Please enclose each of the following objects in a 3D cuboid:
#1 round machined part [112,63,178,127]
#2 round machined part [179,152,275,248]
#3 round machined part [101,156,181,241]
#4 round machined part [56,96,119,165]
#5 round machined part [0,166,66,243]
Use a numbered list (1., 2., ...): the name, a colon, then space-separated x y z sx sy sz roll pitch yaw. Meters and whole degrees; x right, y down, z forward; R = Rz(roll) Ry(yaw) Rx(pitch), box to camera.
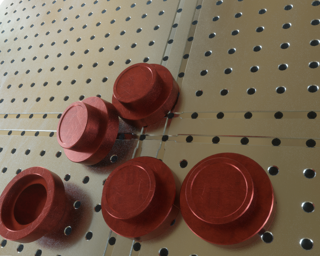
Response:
1. round machined part: -0.027 -0.054 0.444 0.098 0.042 0.098 -13 56 20
2. round machined part: 0.065 0.069 0.320 0.098 0.042 0.098 -13 56 20
3. round machined part: -0.028 0.077 0.363 0.098 0.042 0.098 -13 56 20
4. round machined part: -0.107 0.001 0.435 0.098 0.042 0.098 -16 63 35
5. round machined part: -0.168 0.105 0.419 0.098 0.042 0.098 -13 56 20
